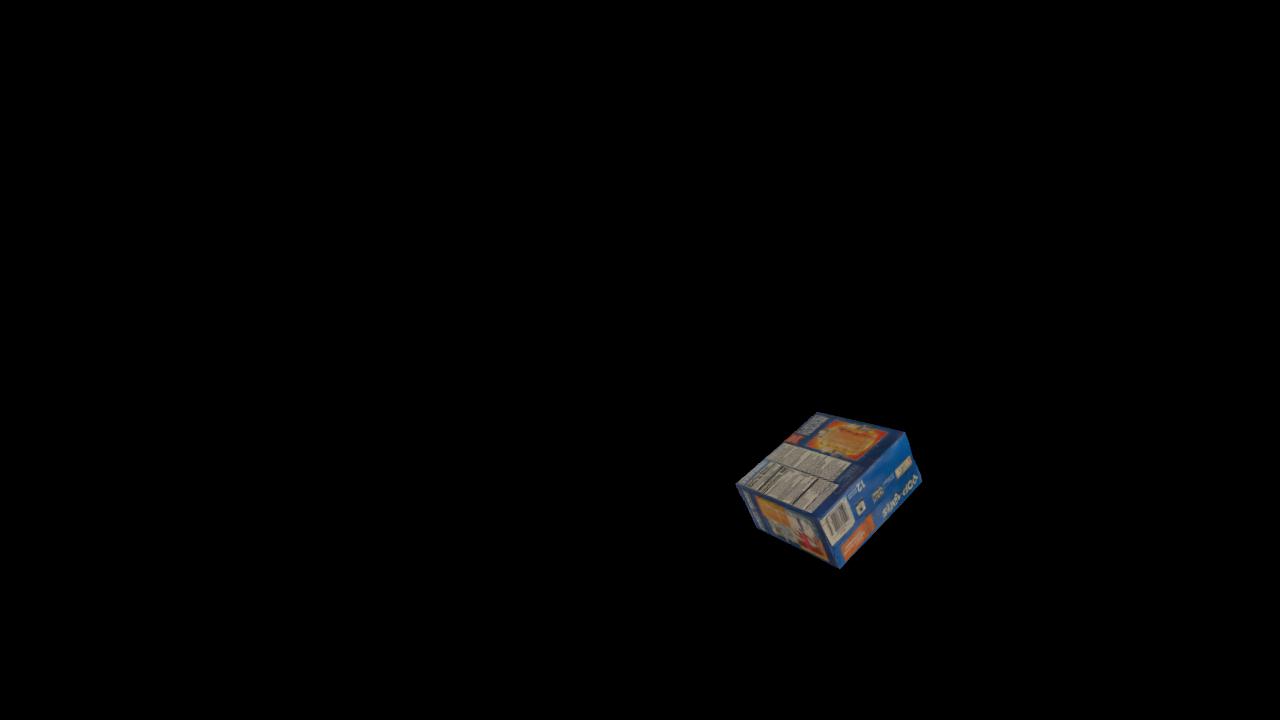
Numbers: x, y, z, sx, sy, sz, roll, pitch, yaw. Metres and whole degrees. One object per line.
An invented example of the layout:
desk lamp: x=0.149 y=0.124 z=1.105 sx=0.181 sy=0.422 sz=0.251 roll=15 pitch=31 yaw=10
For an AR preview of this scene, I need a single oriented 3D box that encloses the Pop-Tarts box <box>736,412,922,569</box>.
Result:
Pop-Tarts box: x=0.234 y=0.154 z=0.767 sx=0.167 sy=0.083 sz=0.141 roll=-35 pitch=23 yaw=-24
